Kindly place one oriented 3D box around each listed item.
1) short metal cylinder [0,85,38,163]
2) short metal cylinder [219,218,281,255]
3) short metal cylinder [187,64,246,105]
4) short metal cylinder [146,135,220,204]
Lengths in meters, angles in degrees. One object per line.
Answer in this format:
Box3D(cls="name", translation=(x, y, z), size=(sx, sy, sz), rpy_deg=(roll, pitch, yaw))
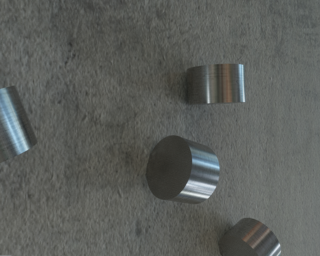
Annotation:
Box3D(cls="short metal cylinder", translation=(-0.147, 0.002, 0.246), size=(0.081, 0.080, 0.050), rpy_deg=(-27, 107, -37))
Box3D(cls="short metal cylinder", translation=(0.141, 0.191, 0.491), size=(0.050, 0.080, 0.080), rpy_deg=(-27, 107, -37))
Box3D(cls="short metal cylinder", translation=(0.079, -0.059, 0.438), size=(0.081, 0.080, 0.050), rpy_deg=(-5, 93, -40))
Box3D(cls="short metal cylinder", translation=(0.028, 0.054, 0.395), size=(0.050, 0.080, 0.080), rpy_deg=(20, 78, -39))
